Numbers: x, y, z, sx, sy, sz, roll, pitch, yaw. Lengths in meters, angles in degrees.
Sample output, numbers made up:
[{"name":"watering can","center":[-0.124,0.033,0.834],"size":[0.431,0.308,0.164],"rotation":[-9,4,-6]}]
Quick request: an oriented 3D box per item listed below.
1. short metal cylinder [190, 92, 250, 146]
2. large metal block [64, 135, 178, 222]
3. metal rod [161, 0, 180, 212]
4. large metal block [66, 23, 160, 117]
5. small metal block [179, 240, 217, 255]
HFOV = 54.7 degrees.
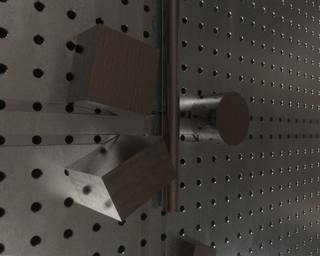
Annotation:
[{"name":"short metal cylinder","center":[0.093,-0.014,0.473],"size":[0.081,0.050,0.079],"rotation":[0,90,-40]},{"name":"large metal block","center":[-0.043,0.049,0.339],"size":[0.081,0.080,0.050],"rotation":[-33,111,-35]},{"name":"metal rod","center":[0.014,-0.037,0.423],"size":[0.025,0.025,0.298],"rotation":[0,90,-40]},{"name":"large metal block","center":[-0.052,-0.059,0.351],"size":[0.081,0.050,0.080],"rotation":[13,82,-40]},{"name":"small metal block","center":[0.054,0.198,0.457],"size":[0.050,0.025,0.050],"rotation":[27,73,-37]}]
